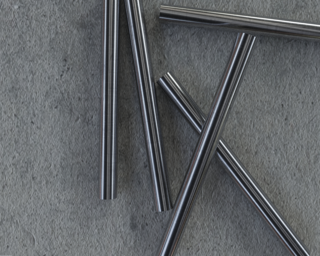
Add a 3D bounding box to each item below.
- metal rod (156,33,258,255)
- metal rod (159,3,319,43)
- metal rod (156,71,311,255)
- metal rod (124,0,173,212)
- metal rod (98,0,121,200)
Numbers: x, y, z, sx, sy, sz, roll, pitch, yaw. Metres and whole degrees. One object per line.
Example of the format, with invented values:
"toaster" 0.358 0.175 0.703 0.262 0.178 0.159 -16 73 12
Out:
"metal rod" 0.055 0.031 0.387 0.025 0.025 0.298 19 99 0
"metal rod" 0.150 -0.134 0.410 0.302 0.025 0.025 7 90 0
"metal rod" 0.097 0.051 0.410 0.025 0.025 0.300 -38 90 0
"metal rod" -0.016 -0.041 0.409 0.025 0.025 0.298 -9 90 0
"metal rod" -0.066 -0.057 0.409 0.025 0.025 0.298 1 90 0
